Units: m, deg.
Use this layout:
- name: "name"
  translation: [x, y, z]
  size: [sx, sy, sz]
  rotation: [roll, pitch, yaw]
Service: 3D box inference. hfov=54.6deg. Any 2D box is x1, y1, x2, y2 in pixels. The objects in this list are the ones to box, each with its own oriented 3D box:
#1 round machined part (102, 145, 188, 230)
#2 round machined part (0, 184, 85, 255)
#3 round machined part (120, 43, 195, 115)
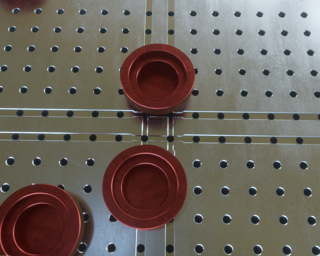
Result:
- name: "round machined part"
  translation: [-0.017, 0.073, 0.376]
  size: [0.099, 0.042, 0.098]
  rotation: [0, 70, 0]
- name: "round machined part"
  translation: [-0.137, 0.117, 0.359]
  size: [0.099, 0.042, 0.098]
  rotation: [0, 70, 0]
- name: "round machined part"
  translation: [-0.003, -0.063, 0.426]
  size: [0.099, 0.042, 0.098]
  rotation: [0, 70, 0]
